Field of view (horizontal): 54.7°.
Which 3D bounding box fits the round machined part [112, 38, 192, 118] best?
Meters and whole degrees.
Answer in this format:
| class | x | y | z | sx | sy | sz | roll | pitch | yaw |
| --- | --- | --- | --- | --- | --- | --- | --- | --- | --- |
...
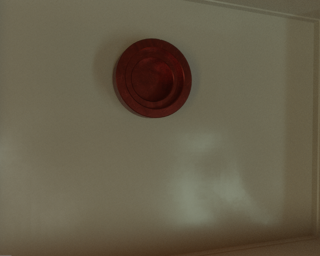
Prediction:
| class | x | y | z | sx | sy | sz | roll | pitch | yaw |
| --- | --- | --- | --- | --- | --- | --- | --- | --- | --- |
| round machined part | -0.012 | -0.061 | 0.398 | 0.099 | 0.042 | 0.097 | 0 | 90 | -21 |
